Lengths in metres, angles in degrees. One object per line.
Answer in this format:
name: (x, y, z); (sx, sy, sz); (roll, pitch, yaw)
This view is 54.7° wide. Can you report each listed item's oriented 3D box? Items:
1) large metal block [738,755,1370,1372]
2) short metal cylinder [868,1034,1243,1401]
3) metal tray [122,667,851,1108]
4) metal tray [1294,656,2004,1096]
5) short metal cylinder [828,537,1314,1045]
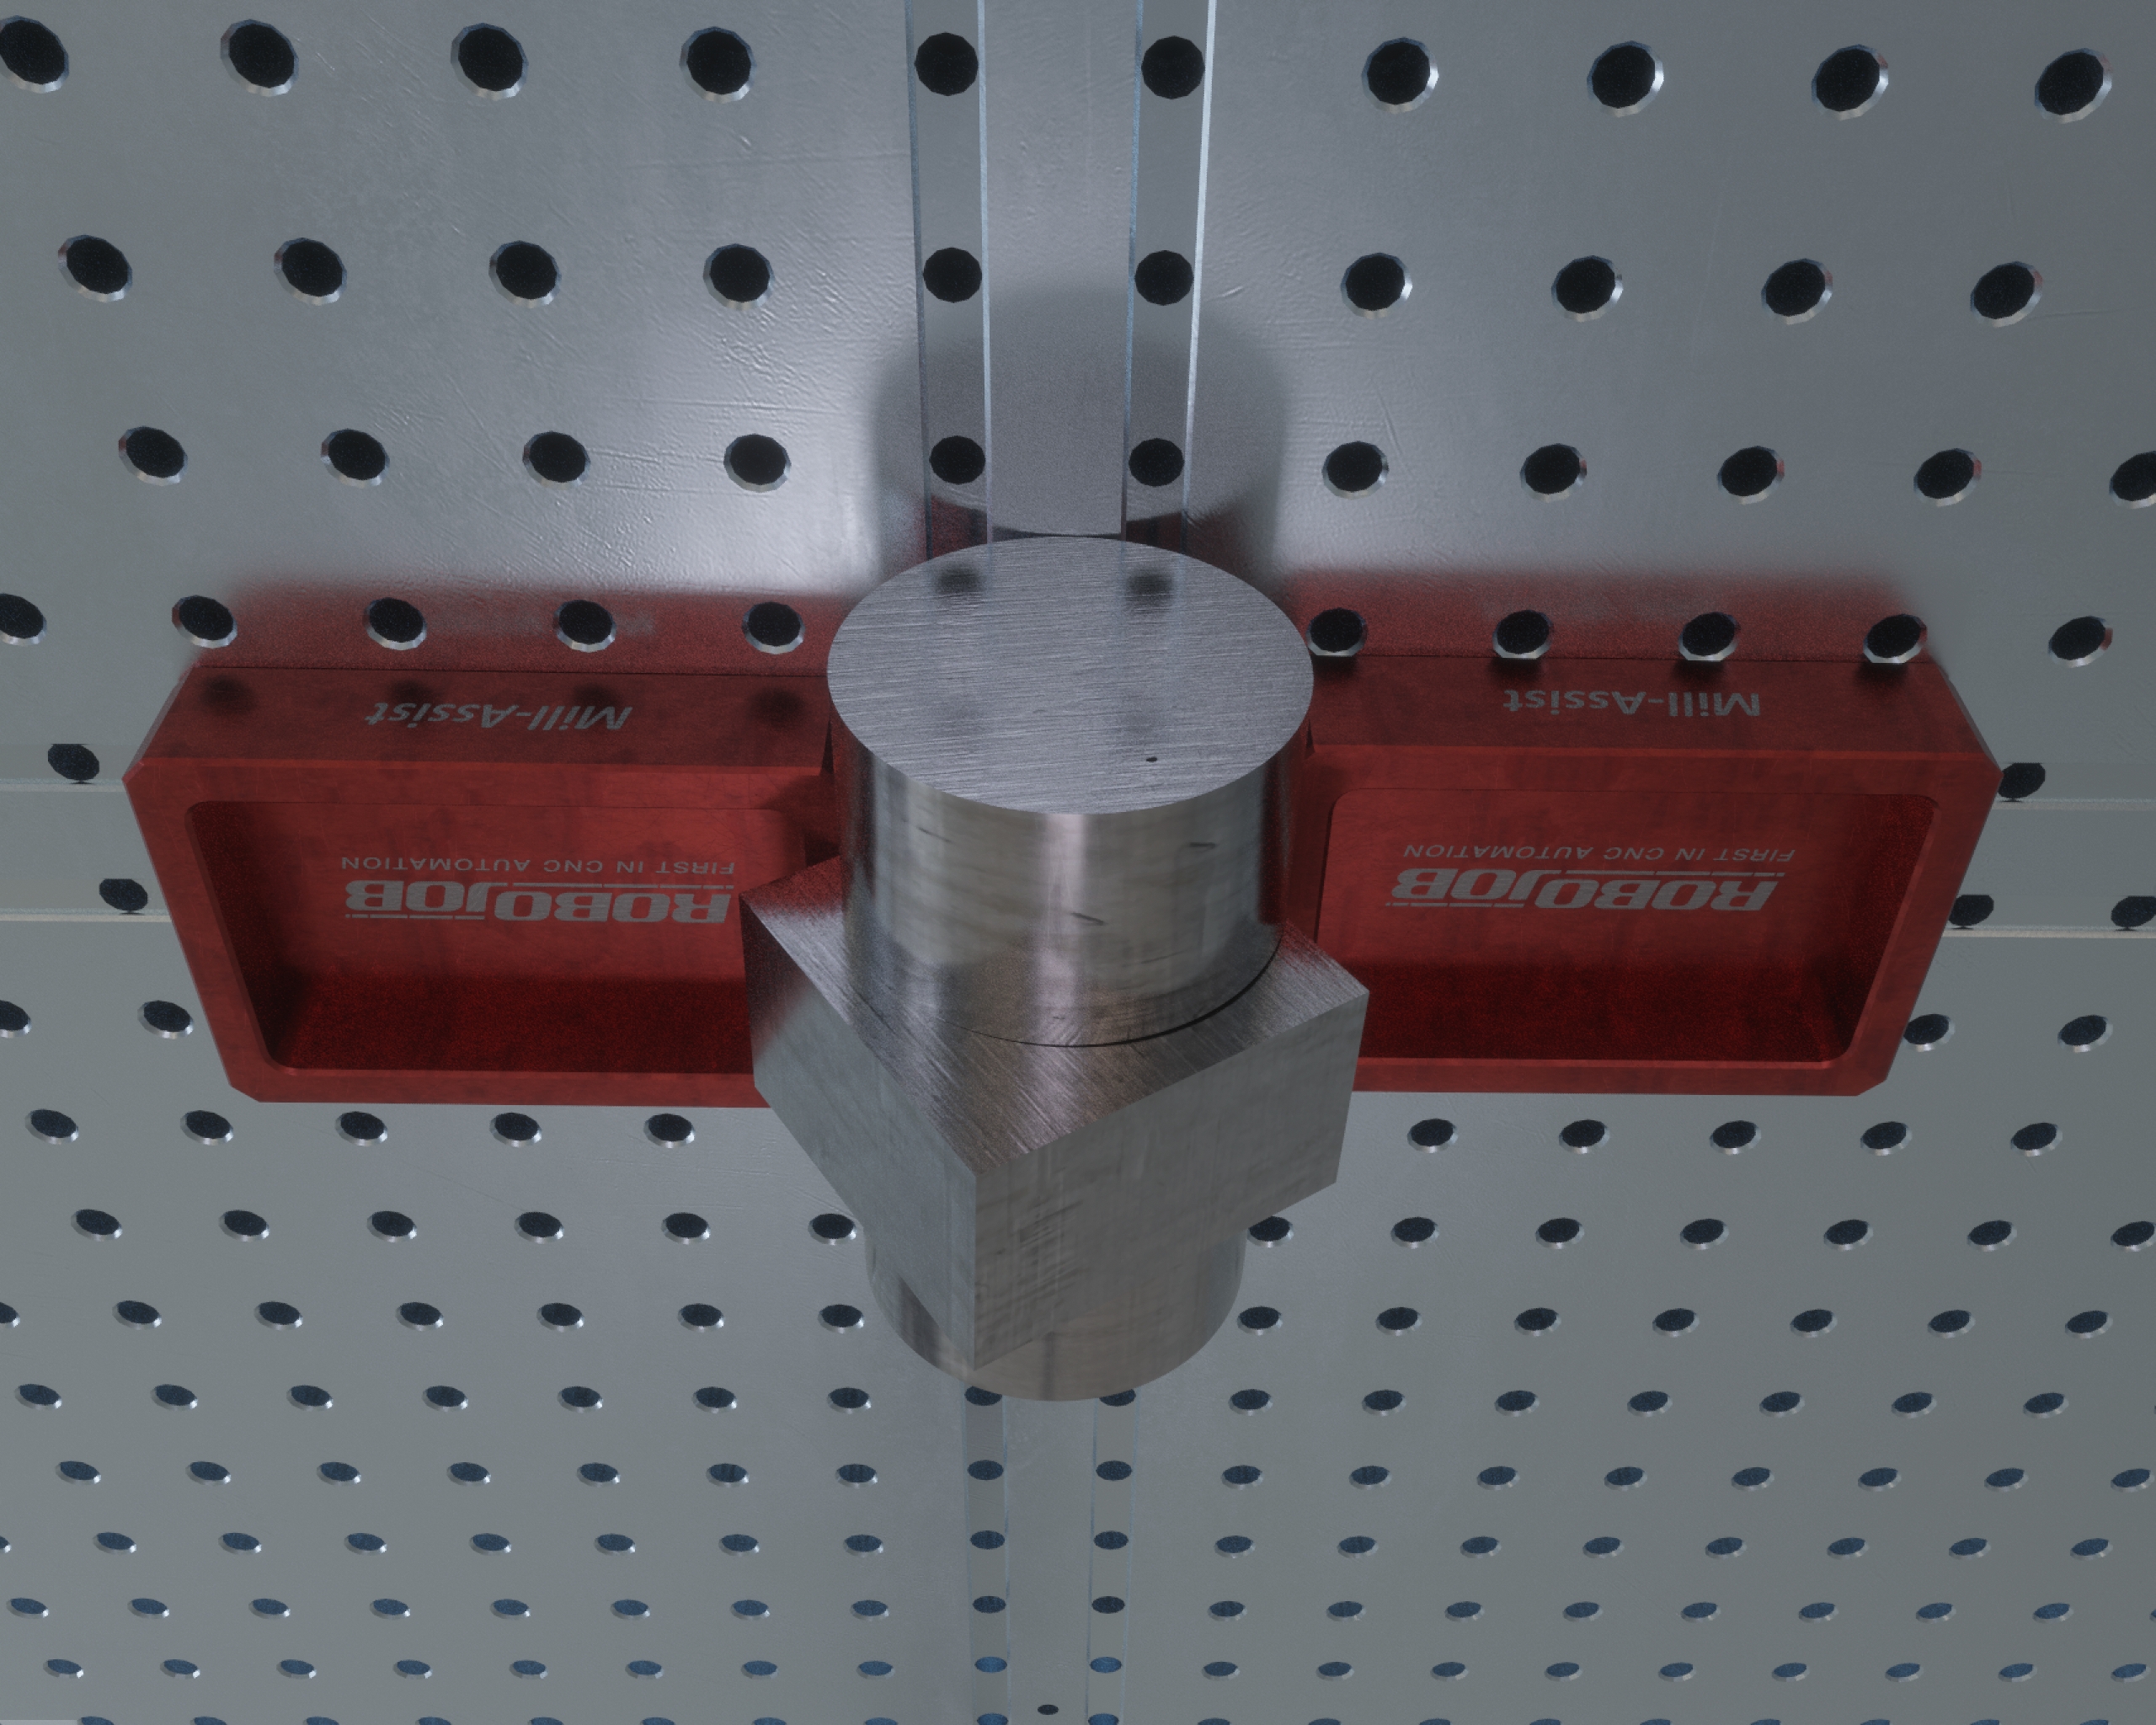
large metal block: (-0.006, 0.033, 0.384); (0.081, 0.080, 0.050); (-22, 136, -27)
short metal cylinder: (-0.004, 0.062, 0.428); (0.081, 0.080, 0.050); (1, 130, -1)
metal tray: (-0.107, 0.007, 0.413); (0.131, 0.030, 0.089); (1, 130, -1)
metal tray: (0.102, 0.005, 0.413); (0.131, 0.030, 0.089); (1, 130, -1)
short metal cylinder: (-0.002, -0.014, 0.363); (0.081, 0.080, 0.050); (1, 130, -1)
